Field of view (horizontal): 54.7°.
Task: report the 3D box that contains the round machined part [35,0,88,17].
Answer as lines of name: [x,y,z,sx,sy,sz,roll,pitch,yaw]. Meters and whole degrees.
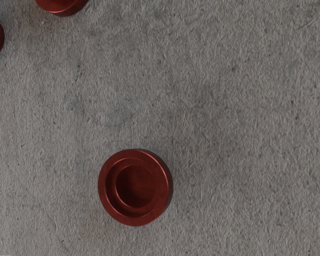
round machined part: [-0.150,-0.218,0.453,0.098,0.042,0.097,0,90,20]

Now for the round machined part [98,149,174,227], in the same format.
round machined part: [-0.029,0.076,0.410,0.098,0.042,0.097,0,90,20]

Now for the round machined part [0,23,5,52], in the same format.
round machined part: [-0.296,-0.151,0.504,0.098,0.042,0.097,0,90,20]
